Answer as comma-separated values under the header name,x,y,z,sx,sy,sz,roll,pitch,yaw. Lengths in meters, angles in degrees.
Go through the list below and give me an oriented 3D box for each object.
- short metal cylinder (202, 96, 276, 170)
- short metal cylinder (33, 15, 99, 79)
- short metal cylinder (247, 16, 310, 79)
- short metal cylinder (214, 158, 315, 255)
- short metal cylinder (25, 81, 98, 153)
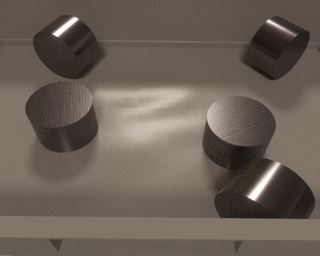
name,x,y,z,sx,sy,sz,roll,pitch,yaw
short metal cylinder,0.096,0.006,0.385,0.081,0.050,0.080,0,50,0
short metal cylinder,-0.142,-0.123,0.471,0.080,0.080,0.050,20,53,16
short metal cylinder,0.181,-0.123,0.475,0.081,0.080,0.050,-32,57,-24
short metal cylinder,0.102,0.076,0.307,0.080,0.080,0.050,34,58,24
short metal cylinder,-0.124,-0.015,0.400,0.081,0.050,0.080,0,50,0
